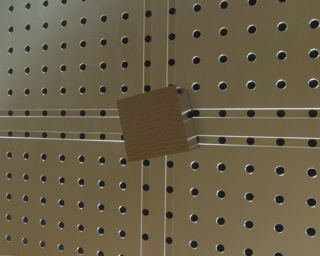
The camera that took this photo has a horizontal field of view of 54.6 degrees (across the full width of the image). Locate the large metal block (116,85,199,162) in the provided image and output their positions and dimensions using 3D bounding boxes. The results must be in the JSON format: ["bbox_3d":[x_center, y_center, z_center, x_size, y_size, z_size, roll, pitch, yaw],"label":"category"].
[{"bbox_3d":[-0.002,-0.004,0.399,0.080,0.050,0.080,-13,86,19],"label":"large metal block"}]
